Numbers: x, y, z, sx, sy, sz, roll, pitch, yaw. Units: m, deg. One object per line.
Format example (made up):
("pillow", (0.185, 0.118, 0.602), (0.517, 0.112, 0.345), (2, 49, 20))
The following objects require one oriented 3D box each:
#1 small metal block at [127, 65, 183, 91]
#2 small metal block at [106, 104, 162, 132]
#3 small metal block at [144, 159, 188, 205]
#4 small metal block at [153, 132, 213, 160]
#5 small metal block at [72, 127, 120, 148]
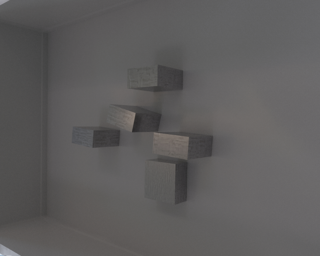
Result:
("small metal block", (-0.006, -0.062, 0.396), (0.050, 0.050, 0.025), (2, 91, 40))
("small metal block", (-0.035, -0.013, 0.420), (0.050, 0.050, 0.025), (20, 103, 38))
("small metal block", (0.007, 0.068, 0.401), (0.050, 0.025, 0.050), (2, 91, 40))
("small metal block", (0.027, 0.020, 0.368), (0.050, 0.050, 0.025), (7, 94, 40))
("small metal block", (-0.097, 0.013, 0.471), (0.050, 0.050, 0.025), (8, 95, 40))
